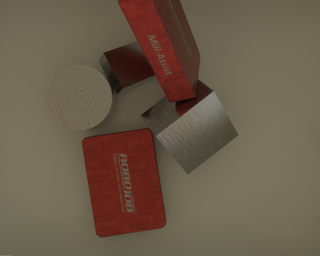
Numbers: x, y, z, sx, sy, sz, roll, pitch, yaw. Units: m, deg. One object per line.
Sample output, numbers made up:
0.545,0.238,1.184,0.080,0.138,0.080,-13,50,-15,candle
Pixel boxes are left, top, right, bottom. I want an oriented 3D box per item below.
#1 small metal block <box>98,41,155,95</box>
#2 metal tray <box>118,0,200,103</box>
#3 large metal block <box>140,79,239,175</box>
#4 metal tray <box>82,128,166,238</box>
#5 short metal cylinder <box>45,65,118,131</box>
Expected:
-0.043,-0.078,0.401,0.050,0.025,0.050,-29,90,-28,small metal block
0.007,-0.103,0.335,0.030,0.090,0.130,-11,133,22,metal tray
0.037,-0.003,0.380,0.080,0.050,0.080,-38,128,0,large metal block
-0.046,0.070,0.408,0.091,0.030,0.129,-9,90,-1,metal tray
-0.098,-0.037,0.398,0.081,0.050,0.079,0,90,-1,short metal cylinder
